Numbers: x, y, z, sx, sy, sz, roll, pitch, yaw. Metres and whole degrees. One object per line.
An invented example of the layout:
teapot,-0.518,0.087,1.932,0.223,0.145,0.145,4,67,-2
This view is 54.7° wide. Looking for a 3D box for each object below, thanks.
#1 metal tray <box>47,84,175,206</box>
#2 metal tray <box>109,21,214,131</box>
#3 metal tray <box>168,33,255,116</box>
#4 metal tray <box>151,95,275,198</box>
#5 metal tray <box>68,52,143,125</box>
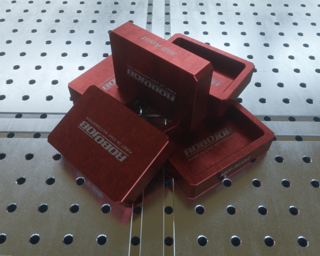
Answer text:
metal tray,-0.059,0.017,0.365,0.130,0.030,0.090,35,83,25
metal tray,-0.002,-0.063,0.378,0.130,0.089,0.030,33,58,24
metal tray,0.052,-0.079,0.432,0.130,0.030,0.090,29,56,22
metal tray,0.064,0.017,0.389,0.131,0.030,0.090,-27,55,-21
metal tray,-0.056,-0.068,0.460,0.090,0.030,0.131,32,56,23
